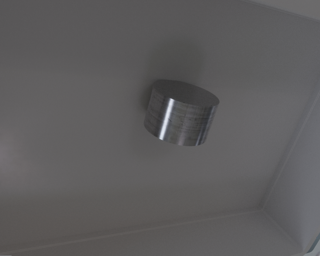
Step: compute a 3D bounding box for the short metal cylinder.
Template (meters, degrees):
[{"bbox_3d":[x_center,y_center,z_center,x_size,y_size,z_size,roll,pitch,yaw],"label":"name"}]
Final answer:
[{"bbox_3d":[0.025,-0.020,0.374,0.081,0.080,0.050,1,118,-29],"label":"short metal cylinder"}]
